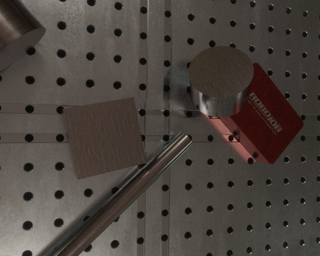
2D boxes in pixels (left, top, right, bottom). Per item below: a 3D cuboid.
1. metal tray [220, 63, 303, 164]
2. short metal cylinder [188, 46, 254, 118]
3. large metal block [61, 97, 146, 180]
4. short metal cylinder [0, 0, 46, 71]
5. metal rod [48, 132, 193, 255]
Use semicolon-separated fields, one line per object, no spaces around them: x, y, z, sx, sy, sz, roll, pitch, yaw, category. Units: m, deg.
0.147;-0.021;0.466;0.090;0.030;0.130;-47;105;-14;metal tray
0.080;-0.061;0.409;0.080;0.050;0.080;-4;63;8;short metal cylinder
-0.069;0.010;0.375;0.081;0.050;0.079;-12;94;-20;large metal block
-0.168;-0.099;0.321;0.080;0.080;0.050;-43;104;-15;short metal cylinder
-0.071;0.112;0.387;0.301;0.025;0.025;-42;104;-15;metal rod
